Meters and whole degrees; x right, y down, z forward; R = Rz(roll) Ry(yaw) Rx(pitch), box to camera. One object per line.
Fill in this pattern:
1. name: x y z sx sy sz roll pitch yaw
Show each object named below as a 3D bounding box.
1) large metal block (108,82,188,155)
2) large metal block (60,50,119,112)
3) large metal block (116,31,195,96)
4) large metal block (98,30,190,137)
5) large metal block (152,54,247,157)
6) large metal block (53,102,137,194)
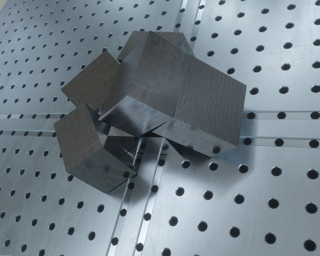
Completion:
1. large metal block: -0.010 -0.013 0.407 0.080 0.050 0.080 1 62 29
2. large metal block: -0.086 -0.061 0.449 0.080 0.080 0.050 -41 95 0
3. large metal block: 0.002 -0.085 0.425 0.080 0.080 0.050 14 69 34
4. large metal block: -0.019 -0.044 0.341 0.080 0.050 0.080 -28 41 56
5. large metal block: 0.046 -0.023 0.353 0.050 0.080 0.080 -33 37 58
6. large metal block: -0.083 0.027 0.400 0.050 0.080 0.080 -34 52 5
